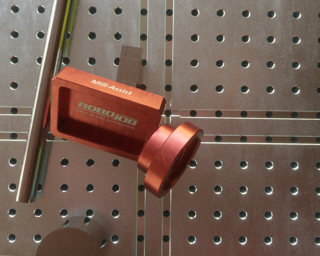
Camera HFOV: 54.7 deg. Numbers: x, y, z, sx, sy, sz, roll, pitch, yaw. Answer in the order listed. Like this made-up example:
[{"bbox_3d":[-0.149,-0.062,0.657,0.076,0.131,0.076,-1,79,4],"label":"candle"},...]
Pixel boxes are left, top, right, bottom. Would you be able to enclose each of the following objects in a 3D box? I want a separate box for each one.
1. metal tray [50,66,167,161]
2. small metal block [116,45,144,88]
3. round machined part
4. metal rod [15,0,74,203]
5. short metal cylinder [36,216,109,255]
[{"bbox_3d":[-0.067,-0.014,0.385,0.131,0.030,0.089,18,128,-1],"label":"metal tray"},{"bbox_3d":[-0.038,-0.074,0.399,0.025,0.050,0.050,10,88,-1],"label":"small metal block"},{"bbox_3d":[0.009,0.033,0.380,0.042,0.098,0.098,32,90,17],"label":"round machined part"},{"bbox_3d":[-0.151,-0.051,0.411,0.025,0.025,0.298,11,90,-1],"label":"metal rod"},{"bbox_3d":[-0.111,0.160,0.400,0.081,0.050,0.079,0,90,0],"label":"short metal cylinder"}]
